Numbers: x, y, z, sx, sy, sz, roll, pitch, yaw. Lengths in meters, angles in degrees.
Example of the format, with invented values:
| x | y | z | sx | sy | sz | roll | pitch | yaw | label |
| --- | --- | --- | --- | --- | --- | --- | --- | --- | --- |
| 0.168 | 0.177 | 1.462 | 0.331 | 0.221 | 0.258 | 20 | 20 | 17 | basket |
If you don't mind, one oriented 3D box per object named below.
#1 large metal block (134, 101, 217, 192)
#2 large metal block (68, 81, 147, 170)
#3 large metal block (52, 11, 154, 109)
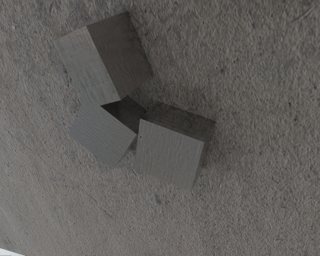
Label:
| x | y | z | sx | sy | sz | roll | pitch | yaw | label |
| --- | --- | --- | --- | --- | --- | --- | --- | --- | --- |
| 0.018 | 0.023 | 0.395 | 0.080 | 0.050 | 0.079 | 21 | 126 | 16 | large metal block |
| -0.068 | -0.004 | 0.424 | 0.080 | 0.050 | 0.080 | 38 | 129 | 2 | large metal block |
| -0.060 | -0.079 | 0.354 | 0.050 | 0.080 | 0.080 | -11 | 113 | 33 | large metal block |
